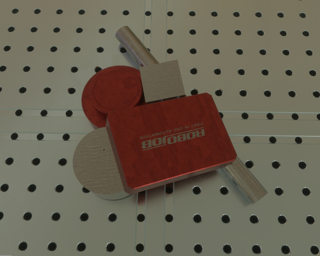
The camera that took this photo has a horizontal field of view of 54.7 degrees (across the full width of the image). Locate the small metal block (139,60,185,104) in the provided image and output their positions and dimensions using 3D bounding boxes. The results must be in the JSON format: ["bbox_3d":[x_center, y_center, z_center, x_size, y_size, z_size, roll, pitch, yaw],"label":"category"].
[{"bbox_3d":[0.003,-0.056,0.403,0.050,0.025,0.050,-11,73,1],"label":"small metal block"}]

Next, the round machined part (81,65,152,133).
[{"bbox_3d":[-0.056,-0.042,0.412,0.099,0.042,0.098,0,70,1],"label":"round machined part"}]

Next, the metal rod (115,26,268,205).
[{"bbox_3d":[0.033,-0.028,0.418,0.025,0.025,0.300,-35,74,-12],"label":"metal rod"}]

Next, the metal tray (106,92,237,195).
[{"bbox_3d":[0.012,0.015,0.359,0.131,0.030,0.090,-13,70,-18],"label":"metal tray"}]

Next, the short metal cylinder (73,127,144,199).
[{"bbox_3d":[-0.059,0.044,0.378,0.081,0.050,0.080,0,70,0],"label":"short metal cylinder"}]
